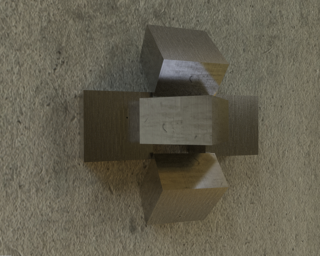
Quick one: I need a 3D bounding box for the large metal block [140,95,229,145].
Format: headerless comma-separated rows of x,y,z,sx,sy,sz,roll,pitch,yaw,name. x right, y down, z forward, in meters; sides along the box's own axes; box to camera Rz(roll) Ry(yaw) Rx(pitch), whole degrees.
0.031,-0.008,0.358,0.080,0.080,0.050,0,91,24,large metal block

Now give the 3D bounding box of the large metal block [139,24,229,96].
0.026,-0.083,0.385,0.081,0.080,0.050,0,134,-20,large metal block

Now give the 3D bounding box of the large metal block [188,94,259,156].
0.087,-0.004,0.427,0.081,0.050,0.079,0,90,-21,large metal block

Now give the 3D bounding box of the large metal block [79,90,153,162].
-0.055,-0.003,0.377,0.081,0.050,0.079,-1,90,-21,large metal block

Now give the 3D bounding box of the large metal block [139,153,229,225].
0.026,0.076,0.385,0.081,0.079,0.050,1,47,-19,large metal block
